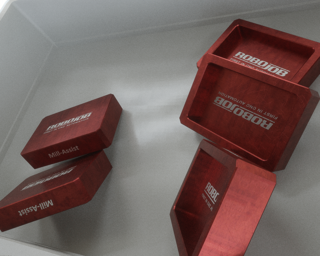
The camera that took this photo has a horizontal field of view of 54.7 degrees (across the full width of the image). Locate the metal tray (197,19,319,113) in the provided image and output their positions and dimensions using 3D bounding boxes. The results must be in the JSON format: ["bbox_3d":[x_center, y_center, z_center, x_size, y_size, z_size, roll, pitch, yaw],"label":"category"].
[{"bbox_3d":[0.122,-0.080,0.387,0.090,0.030,0.130,-49,52,-7],"label":"metal tray"}]

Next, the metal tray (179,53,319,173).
[{"bbox_3d":[0.090,-0.021,0.342,0.130,0.030,0.089,32,108,38],"label":"metal tray"}]

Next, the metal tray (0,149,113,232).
[{"bbox_3d":[-0.134,0.077,0.394,0.130,0.030,0.090,-21,14,15],"label":"metal tray"}]

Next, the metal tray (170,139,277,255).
[{"bbox_3d":[0.045,0.062,0.270,0.030,0.130,0.090,23,93,-5],"label":"metal tray"}]

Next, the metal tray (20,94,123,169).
[{"bbox_3d":[-0.125,0.004,0.447,0.130,0.030,0.090,-17,35,18],"label":"metal tray"}]
